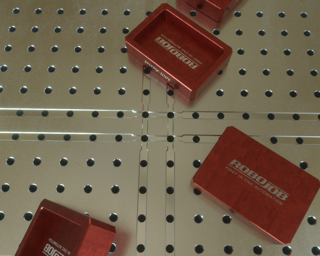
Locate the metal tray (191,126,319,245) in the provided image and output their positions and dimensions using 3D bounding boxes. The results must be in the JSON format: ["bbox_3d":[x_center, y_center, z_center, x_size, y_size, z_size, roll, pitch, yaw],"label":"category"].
[{"bbox_3d":[0.116,0.069,0.385,0.130,0.030,0.090,34,73,11],"label":"metal tray"}]

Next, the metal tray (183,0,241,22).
[{"bbox_3d":[0.099,-0.242,0.497,0.090,0.030,0.130,37,74,12],"label":"metal tray"}]

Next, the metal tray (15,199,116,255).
[{"bbox_3d":[-0.105,0.128,0.315,0.030,0.130,0.090,34,68,-33],"label":"metal tray"}]

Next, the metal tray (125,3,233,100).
[{"bbox_3d":[0.026,-0.113,0.450,0.130,0.030,0.090,39,74,13],"label":"metal tray"}]
